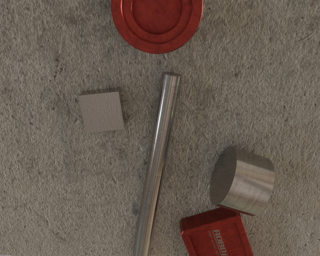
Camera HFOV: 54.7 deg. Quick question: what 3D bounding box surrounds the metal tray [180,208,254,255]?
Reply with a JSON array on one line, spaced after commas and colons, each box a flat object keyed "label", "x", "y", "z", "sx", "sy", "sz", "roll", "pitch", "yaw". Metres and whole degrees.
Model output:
[{"label": "metal tray", "x": 0.093, "y": 0.188, "z": 0.477, "sx": 0.090, "sy": 0.030, "sz": 0.129, "roll": -19, "pitch": 109, "yaw": 6}]

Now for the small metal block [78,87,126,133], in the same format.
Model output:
[{"label": "small metal block", "x": -0.073, "y": -0.023, "z": 0.401, "sx": 0.050, "sy": 0.025, "sz": 0.050, "roll": -6, "pitch": 110, "yaw": 2}]

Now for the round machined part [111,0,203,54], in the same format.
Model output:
[{"label": "round machined part", "x": -0.003, "y": -0.136, "z": 0.351, "sx": 0.099, "sy": 0.042, "sz": 0.097, "roll": 0, "pitch": 110, "yaw": 0}]

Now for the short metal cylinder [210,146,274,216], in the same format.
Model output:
[{"label": "short metal cylinder", "x": 0.105, "y": 0.069, "z": 0.407, "sx": 0.050, "sy": 0.080, "sz": 0.079, "roll": 18, "pitch": 109, "yaw": -7}]

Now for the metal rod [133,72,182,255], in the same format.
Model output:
[{"label": "metal rod", "x": -0.008, "y": 0.071, "z": 0.435, "sx": 0.025, "sy": 0.025, "sz": 0.298, "roll": 8, "pitch": 110, "yaw": -3}]
